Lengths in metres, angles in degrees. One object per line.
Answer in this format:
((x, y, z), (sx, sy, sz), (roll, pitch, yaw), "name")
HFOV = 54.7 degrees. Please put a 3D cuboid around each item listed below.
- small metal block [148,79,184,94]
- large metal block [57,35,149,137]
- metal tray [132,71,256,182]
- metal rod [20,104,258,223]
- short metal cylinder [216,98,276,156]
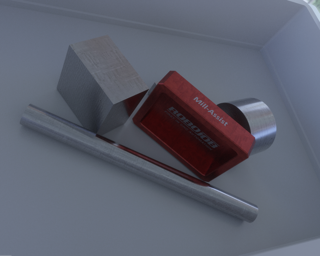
((0.019, -0.044, 0.441), (0.050, 0.025, 0.050), (-22, 74, -36), "small metal block")
((-0.070, -0.046, 0.360), (0.050, 0.080, 0.080), (-30, 79, -38), "large metal block")
((0.038, 0.002, 0.382), (0.130, 0.090, 0.030), (40, 50, -2), "metal tray")
((-0.013, 0.048, 0.369), (0.301, 0.025, 0.025), (26, 53, -13), "metal rod")
((0.111, 0.001, 0.430), (0.050, 0.080, 0.080), (-13, 69, -33), "short metal cylinder")
